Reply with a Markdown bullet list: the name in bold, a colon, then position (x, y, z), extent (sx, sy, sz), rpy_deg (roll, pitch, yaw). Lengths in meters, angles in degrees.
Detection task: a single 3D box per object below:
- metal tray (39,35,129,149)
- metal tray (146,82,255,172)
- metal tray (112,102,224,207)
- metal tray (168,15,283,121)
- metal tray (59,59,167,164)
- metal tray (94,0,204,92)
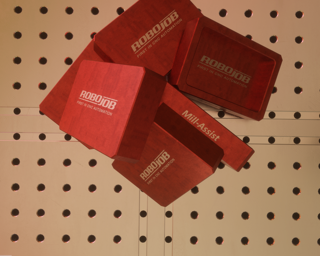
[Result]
- **metal tray**: position (-0.081, -0.048, 0.410), extent (0.090, 0.030, 0.130), rpy_deg (39, 90, -1)
- **metal tray**: position (0.044, -0.003, 0.380), extent (0.130, 0.090, 0.030), rpy_deg (38, 90, 0)
- **metal tray**: position (0.003, 0.038, 0.365), extent (0.090, 0.129, 0.030), rpy_deg (38, 51, 0)
- **metal tray**: position (0.083, -0.070, 0.387), extent (0.131, 0.030, 0.090), rpy_deg (18, 90, -23)
- **metal tray**: position (-0.058, -0.024, 0.337), extent (0.030, 0.130, 0.090), rpy_deg (19, 90, -42)
- **metal tray**: position (-0.007, -0.114, 0.392), extent (0.130, 0.030, 0.090), rpy_deg (-44, 93, -14)
